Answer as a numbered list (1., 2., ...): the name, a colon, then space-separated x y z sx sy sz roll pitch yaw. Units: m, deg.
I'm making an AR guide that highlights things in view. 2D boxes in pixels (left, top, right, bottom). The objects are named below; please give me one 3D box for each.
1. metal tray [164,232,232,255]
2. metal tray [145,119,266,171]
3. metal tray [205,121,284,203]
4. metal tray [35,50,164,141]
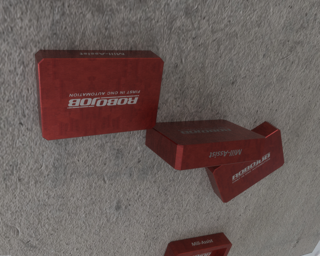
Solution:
1. metal tray: 0.068 0.253 0.596 0.131 0.030 0.089 2 118 -30
2. metal tray: 0.058 0.017 0.403 0.131 0.090 0.030 -3 108 -27
3. metal tray: 0.143 0.058 0.518 0.131 0.030 0.090 -31 129 -9
4. metal tray: -0.065 -0.038 0.344 0.131 0.030 0.089 -6 121 -25
